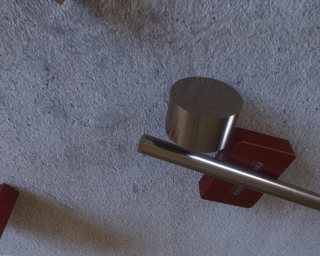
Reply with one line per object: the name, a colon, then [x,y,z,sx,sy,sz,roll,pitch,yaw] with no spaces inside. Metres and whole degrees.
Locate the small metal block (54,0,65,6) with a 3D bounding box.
small metal block: [-0.095,-0.150,0.278,0.050,0.025,0.050,35,121,-27]

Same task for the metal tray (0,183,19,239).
metal tray: [-0.291,0.151,0.488,0.130,0.090,0.030,-27,125,20]

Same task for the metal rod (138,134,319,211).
metal rod: [0.113,0.067,0.425,0.302,0.025,0.025,20,127,-17]

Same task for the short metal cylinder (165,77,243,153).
short metal cylinder: [0.049,-0.017,0.358,0.081,0.080,0.050,5,130,-5]

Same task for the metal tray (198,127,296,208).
metal tray: [0.124,0.064,0.461,0.091,0.030,0.129,14,129,-12]
